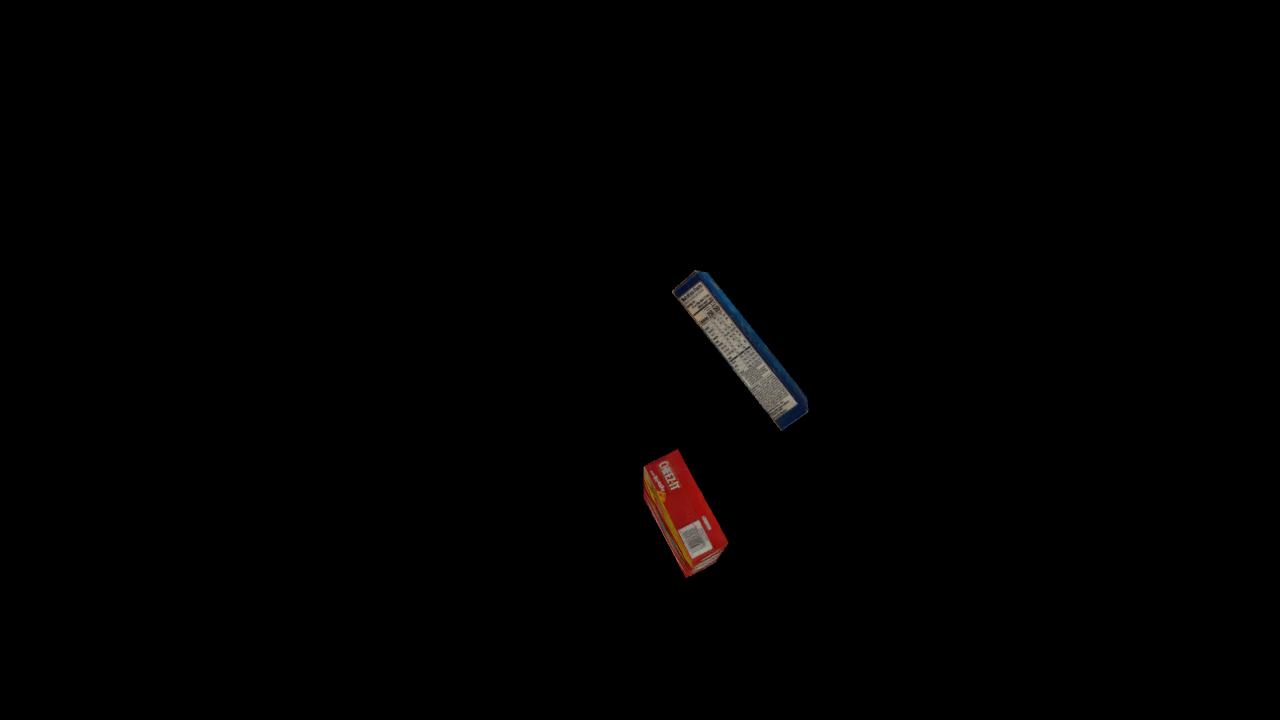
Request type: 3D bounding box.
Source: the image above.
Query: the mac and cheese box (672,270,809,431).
[{"bbox_3d":[0.111,-0.014,0.668,0.041,0.184,0.093,-39,-4,16],"label":"mac and cheese box"}]

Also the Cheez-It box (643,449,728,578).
[{"bbox_3d":[0.069,0.262,1.020,0.071,0.166,0.223,-25,-24,-10],"label":"Cheez-It box"}]
